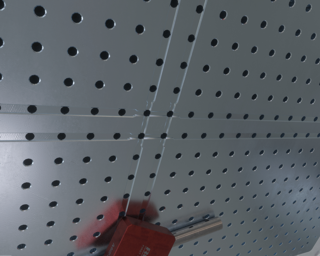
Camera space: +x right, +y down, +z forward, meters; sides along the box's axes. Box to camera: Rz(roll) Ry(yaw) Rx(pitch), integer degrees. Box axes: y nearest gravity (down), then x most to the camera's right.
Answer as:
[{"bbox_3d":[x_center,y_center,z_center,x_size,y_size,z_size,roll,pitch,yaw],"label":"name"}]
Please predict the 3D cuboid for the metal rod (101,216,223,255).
[{"bbox_3d":[-0.026,0.205,0.524,0.303,0.025,0.025,-11,123,-23],"label":"metal rod"}]

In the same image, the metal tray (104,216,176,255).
[{"bbox_3d":[-0.043,0.213,0.486,0.090,0.030,0.130,26,89,-27],"label":"metal tray"}]
